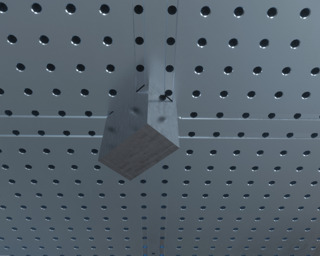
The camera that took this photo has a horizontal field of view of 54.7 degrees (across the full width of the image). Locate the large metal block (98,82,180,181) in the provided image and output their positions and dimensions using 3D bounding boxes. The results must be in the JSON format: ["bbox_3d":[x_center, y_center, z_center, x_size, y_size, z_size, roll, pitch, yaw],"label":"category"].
[{"bbox_3d":[-0.025,0.004,0.379,0.080,0.080,0.050,-36,122,26],"label":"large metal block"}]
